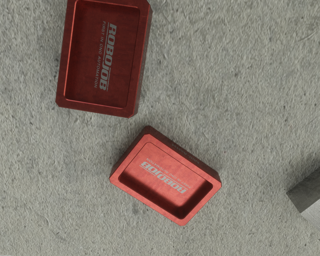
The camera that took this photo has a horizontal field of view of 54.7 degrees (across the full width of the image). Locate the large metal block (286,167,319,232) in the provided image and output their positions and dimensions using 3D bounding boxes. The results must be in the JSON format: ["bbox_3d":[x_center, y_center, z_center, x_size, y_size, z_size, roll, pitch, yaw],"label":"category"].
[{"bbox_3d":[0.244,0.105,0.437,0.080,0.050,0.080,42,105,-14],"label":"large metal block"}]

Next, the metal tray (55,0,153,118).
[{"bbox_3d":[-0.063,-0.082,0.354,0.090,0.030,0.129,9,96,3],"label":"metal tray"}]

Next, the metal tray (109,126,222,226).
[{"bbox_3d":[0.008,0.069,0.432,0.130,0.030,0.090,35,106,-12],"label":"metal tray"}]

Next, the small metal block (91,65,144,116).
[{"bbox_3d":[-0.052,-0.049,0.391,0.050,0.025,0.050,-18,109,6],"label":"small metal block"}]
